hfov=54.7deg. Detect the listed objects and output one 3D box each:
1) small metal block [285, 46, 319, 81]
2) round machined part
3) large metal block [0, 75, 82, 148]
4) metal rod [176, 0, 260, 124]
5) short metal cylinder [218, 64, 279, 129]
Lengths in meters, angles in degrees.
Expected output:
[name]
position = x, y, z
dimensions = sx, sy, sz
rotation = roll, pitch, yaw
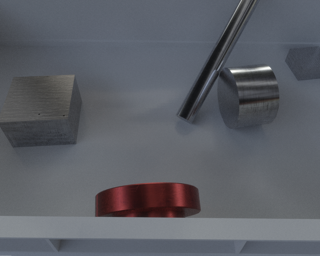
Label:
[small metal block]
position = 0.238, -0.104, 0.496
dimensions = 0.050, 0.025, 0.050
rotation = -7, 50, -6
[round machined part]
position = -0.011, 0.083, 0.291
dimensions = 0.099, 0.098, 0.042
rotation = -3, 67, -3
[large metal block]
position = -0.152, -0.023, 0.406
dimensions = 0.081, 0.050, 0.080
rotation = -3, 50, -3
[metal rod]
position = 0.105, -0.142, 0.431
dimensions = 0.025, 0.025, 0.299
rotation = 27, 85, 21
[short metal cylinder]
position = 0.113, -0.042, 0.406
dimensions = 0.050, 0.080, 0.080
rotation = -7, 51, -7
